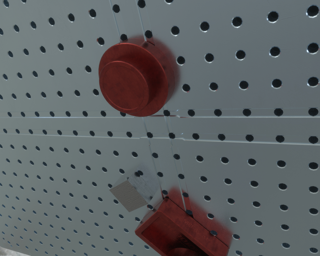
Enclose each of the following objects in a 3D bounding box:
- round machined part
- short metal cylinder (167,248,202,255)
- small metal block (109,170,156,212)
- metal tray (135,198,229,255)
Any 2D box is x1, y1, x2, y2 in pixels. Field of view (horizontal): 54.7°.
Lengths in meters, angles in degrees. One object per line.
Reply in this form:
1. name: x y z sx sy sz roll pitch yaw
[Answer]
1. round machined part: -0.035 -0.057 0.384 0.098 0.042 0.097 13 124 21
2. short metal cylinder: 0.038 0.235 0.481 0.080 0.050 0.079 13 124 21
3. small metal block: -0.045 0.103 0.498 0.050 0.025 0.050 -34 100 38
4. metal tray: 0.033 0.183 0.503 0.130 0.030 0.089 39 129 1
